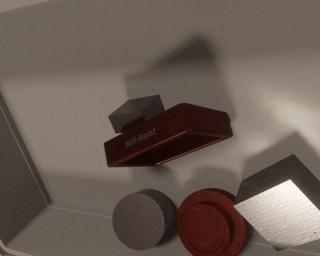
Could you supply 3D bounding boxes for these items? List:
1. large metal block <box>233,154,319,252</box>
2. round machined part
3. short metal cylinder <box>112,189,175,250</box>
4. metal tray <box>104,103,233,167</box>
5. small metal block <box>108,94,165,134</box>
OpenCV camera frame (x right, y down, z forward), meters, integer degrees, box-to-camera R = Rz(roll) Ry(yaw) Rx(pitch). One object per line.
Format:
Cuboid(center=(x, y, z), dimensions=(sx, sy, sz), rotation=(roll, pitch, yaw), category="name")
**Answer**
Cuboid(center=(0.150, 0.090, 0.369), dimensions=(0.080, 0.050, 0.080), rotation=(46, 129, -5), category="large metal block")
Cuboid(center=(0.066, 0.132, 0.415), dimensions=(0.098, 0.042, 0.097), rotation=(-2, 85, 28), category="round machined part")
Cuboid(center=(-0.023, 0.135, 0.464), dimensions=(0.080, 0.050, 0.080), rotation=(-1, 86, 18), category="short metal cylinder")
Cuboid(center=(0.008, 0.014, 0.369), dimensions=(0.130, 0.091, 0.030), rotation=(-26, 69, 37), category="metal tray")
Cuboid(center=(-0.029, -0.018, 0.395), dimensions=(0.050, 0.050, 0.025), rotation=(-7, 115, 31), category="small metal block")
